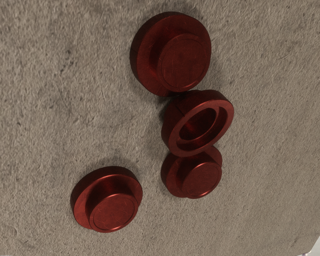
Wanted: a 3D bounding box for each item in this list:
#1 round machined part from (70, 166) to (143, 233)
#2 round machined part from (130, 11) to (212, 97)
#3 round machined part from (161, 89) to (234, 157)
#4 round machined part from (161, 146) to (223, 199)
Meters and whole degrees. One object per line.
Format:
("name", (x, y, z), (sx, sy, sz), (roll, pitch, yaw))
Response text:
("round machined part", (-0.069, 0.104, 0.424), (0.099, 0.042, 0.097), (-14, 125, -21))
("round machined part", (0.018, -0.080, 0.358), (0.099, 0.042, 0.097), (-14, 124, -21))
("round machined part", (0.044, -0.011, 0.405), (0.099, 0.042, 0.097), (-22, 141, -18))
("round machined part", (0.054, 0.068, 0.470), (0.099, 0.042, 0.097), (-14, 125, -21))
